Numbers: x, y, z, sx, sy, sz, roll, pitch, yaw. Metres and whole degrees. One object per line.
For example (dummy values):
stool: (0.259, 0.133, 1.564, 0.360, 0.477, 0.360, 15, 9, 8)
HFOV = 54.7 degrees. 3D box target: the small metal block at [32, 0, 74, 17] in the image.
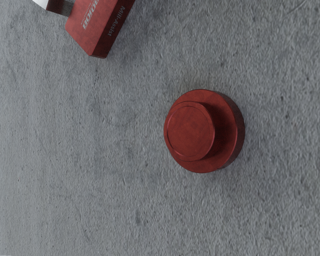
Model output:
small metal block: (-0.183, -0.218, 0.536, 0.050, 0.050, 0.025, 39, 114, 32)

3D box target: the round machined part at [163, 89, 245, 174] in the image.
round machined part: (0.043, 0.004, 0.357, 0.098, 0.042, 0.097, 0, 90, 39)

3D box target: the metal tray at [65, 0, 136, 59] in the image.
metal tray: (-0.090, -0.185, 0.474, 0.090, 0.030, 0.129, 48, 118, 29)
